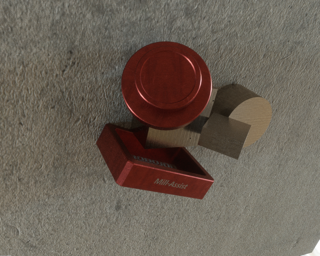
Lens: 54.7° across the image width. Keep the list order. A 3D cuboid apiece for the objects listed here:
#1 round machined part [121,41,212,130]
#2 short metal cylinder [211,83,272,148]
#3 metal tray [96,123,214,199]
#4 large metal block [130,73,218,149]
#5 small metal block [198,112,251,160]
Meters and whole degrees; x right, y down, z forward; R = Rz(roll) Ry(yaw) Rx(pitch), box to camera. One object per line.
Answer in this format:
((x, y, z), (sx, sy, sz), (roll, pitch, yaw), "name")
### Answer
((0.007, -0.049, 0.334), (0.098, 0.098, 0.042), (-32, 173, -8), "round machined part")
((0.110, -0.018, 0.443), (0.081, 0.050, 0.079), (-14, 124, -21), "short metal cylinder")
((-0.005, 0.042, 0.389), (0.131, 0.090, 0.030), (18, 109, -35), "metal tray")
((0.015, -0.023, 0.388), (0.081, 0.050, 0.079), (-2, 119, -28), "large metal block")
((0.080, 0.008, 0.382), (0.050, 0.050, 0.025), (-44, 151, -56), "small metal block")
